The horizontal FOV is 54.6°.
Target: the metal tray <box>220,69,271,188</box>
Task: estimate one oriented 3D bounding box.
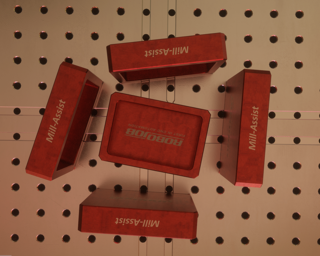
[{"bbox_3d":[0.102,0.000,0.381,0.030,0.090,0.129,5,90,0],"label":"metal tray"}]

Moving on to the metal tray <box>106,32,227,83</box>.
[{"bbox_3d":[0.008,-0.083,0.380,0.131,0.090,0.030,-6,90,0],"label":"metal tray"}]

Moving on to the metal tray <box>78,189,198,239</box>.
[{"bbox_3d":[-0.024,0.102,0.381,0.131,0.090,0.030,4,90,0],"label":"metal tray"}]

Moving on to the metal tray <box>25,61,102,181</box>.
[{"bbox_3d":[-0.113,-0.008,0.380,0.030,0.090,0.129,18,90,0],"label":"metal tray"}]

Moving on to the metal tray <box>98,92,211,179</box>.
[{"bbox_3d":[-0.007,0.009,0.410,0.131,0.030,0.090,11,90,-1],"label":"metal tray"}]
